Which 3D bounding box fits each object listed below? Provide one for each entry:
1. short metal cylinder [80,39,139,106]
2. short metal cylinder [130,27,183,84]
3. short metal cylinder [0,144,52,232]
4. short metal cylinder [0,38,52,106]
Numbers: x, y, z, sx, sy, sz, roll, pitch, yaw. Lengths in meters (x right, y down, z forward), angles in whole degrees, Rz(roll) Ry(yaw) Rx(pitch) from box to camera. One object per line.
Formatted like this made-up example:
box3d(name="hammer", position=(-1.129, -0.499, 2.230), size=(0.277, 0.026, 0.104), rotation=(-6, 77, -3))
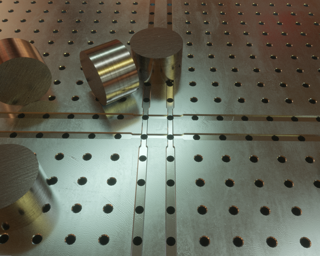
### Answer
box3d(name="short metal cylinder", position=(-0.072, -0.078, 0.437), size=(0.050, 0.080, 0.080), rotation=(-27, 55, -21))
box3d(name="short metal cylinder", position=(-0.005, -0.114, 0.487), size=(0.081, 0.050, 0.080), rotation=(0, 50, 0))
box3d(name="short metal cylinder", position=(-0.166, 0.064, 0.336), size=(0.081, 0.050, 0.080), rotation=(0, 50, 0))
box3d(name="short metal cylinder", position=(-0.201, -0.078, 0.436), size=(0.081, 0.080, 0.050), rotation=(-25, 55, -19))
